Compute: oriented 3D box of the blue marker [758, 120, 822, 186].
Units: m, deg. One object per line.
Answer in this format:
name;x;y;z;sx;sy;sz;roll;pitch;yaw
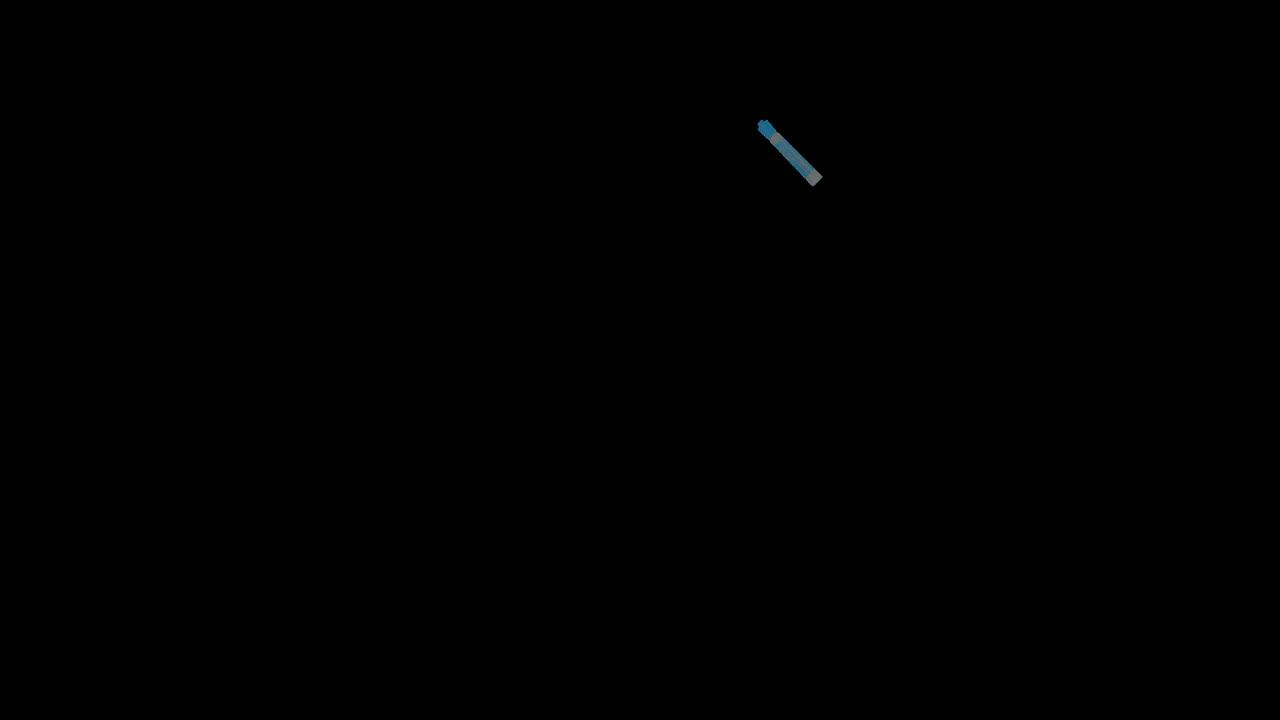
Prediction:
blue marker;0.213;-0.299;0.882;0.020;0.121;0.020;-42;-6;-5
